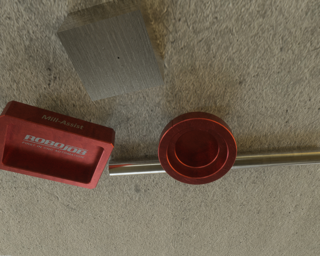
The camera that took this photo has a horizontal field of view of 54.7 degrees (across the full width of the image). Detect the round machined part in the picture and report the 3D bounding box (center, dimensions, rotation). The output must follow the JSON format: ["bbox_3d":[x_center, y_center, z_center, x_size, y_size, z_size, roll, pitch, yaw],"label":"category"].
[{"bbox_3d":[0.048,0.022,0.406,0.099,0.042,0.097,1,117,2],"label":"round machined part"}]

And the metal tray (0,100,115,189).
[{"bbox_3d":[-0.132,0.026,0.391,0.131,0.030,0.089,17,126,-17],"label":"metal tray"}]

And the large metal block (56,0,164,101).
[{"bbox_3d":[-0.045,-0.082,0.320,0.080,0.050,0.080,-12,129,10],"label":"large metal block"}]

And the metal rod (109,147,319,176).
[{"bbox_3d":[0.078,0.049,0.449,0.302,0.025,0.025,-4,130,3],"label":"metal rod"}]

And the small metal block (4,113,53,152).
[{"bbox_3d":[-0.167,0.006,0.411,0.050,0.025,0.050,-31,124,23],"label":"small metal block"}]
